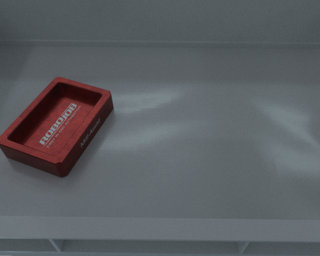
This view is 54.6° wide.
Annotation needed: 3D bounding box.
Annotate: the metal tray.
[{"bbox_3d":[-0.131,-0.007,0.407,0.090,0.030,0.130,17,52,14],"label":"metal tray"}]
